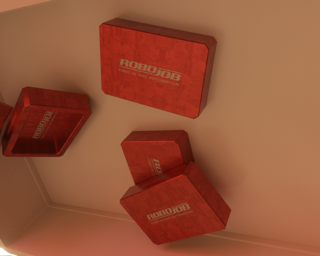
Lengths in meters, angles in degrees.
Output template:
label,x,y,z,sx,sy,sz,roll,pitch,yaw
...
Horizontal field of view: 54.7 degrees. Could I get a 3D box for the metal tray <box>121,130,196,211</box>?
label,x,y,z,sx,sy,sz,roll,pitch,yaw
metal tray,0.006,0.067,0.442,0.090,0.030,0.129,-2,118,28

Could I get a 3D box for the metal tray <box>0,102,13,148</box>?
label,x,y,z,sx,sy,sz,roll,pitch,yaw
metal tray,-0.261,0.032,0.453,0.030,0.130,0.090,25,151,-17

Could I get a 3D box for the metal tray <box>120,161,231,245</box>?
label,x,y,z,sx,sy,sz,roll,pitch,yaw
metal tray,0.018,0.107,0.422,0.130,0.030,0.090,-30,103,37

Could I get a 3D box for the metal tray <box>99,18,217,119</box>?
label,x,y,z,sx,sy,sz,roll,pitch,yaw
metal tray,-0.007,-0.071,0.364,0.130,0.030,0.089,17,125,18

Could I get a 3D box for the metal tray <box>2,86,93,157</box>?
label,x,y,z,sx,sy,sz,roll,pitch,yaw
metal tray,-0.167,-0.003,0.451,0.129,0.091,0.030,-46,53,39
